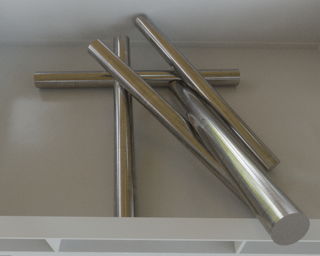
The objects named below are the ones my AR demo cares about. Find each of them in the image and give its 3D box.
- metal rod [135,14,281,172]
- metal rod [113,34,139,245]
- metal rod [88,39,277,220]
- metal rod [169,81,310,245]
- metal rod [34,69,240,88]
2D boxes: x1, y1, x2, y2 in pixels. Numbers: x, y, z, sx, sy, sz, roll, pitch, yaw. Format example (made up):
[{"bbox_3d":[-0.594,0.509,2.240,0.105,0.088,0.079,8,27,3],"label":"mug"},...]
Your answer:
[{"bbox_3d":[0.052,-0.061,0.430,0.025,0.025,0.300,-27,63,-21],"label":"metal rod"},{"bbox_3d":[-0.046,-0.010,0.392,0.025,0.025,0.299,-4,56,-4],"label":"metal rod"},{"bbox_3d":[0.015,-0.009,0.375,0.025,0.025,0.300,-37,71,-27],"label":"metal rod"},{"bbox_3d":[0.052,0.002,0.322,0.025,0.025,0.300,-9,25,-8],"label":"metal rod"},{"bbox_3d":[-0.033,-0.074,0.467,0.302,0.025,0.025,-1,50,-2],"label":"metal rod"}]
